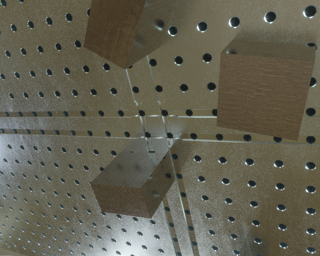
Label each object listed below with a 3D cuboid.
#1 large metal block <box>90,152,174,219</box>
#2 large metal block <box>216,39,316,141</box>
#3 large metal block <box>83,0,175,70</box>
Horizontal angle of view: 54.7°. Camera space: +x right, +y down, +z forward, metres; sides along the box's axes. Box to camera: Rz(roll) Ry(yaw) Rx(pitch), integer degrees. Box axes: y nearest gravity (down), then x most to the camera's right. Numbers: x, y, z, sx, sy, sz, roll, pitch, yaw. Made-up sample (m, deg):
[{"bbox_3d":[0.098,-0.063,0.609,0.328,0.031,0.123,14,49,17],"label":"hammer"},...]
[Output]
[{"bbox_3d":[-0.036,0.077,0.441,0.080,0.080,0.050,-1,118,28],"label":"large metal block"},{"bbox_3d":[0.105,-0.041,0.314,0.080,0.050,0.079,11,123,22],"label":"large metal block"},{"bbox_3d":[-0.027,-0.118,0.316,0.050,0.080,0.079,30,128,9],"label":"large metal block"}]
